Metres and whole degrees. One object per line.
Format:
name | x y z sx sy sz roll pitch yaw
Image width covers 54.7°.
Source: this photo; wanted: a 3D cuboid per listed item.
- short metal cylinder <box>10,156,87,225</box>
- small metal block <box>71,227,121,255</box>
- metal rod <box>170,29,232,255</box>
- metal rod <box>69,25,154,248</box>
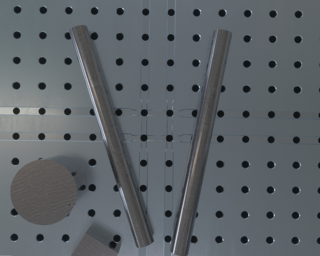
short metal cylinder | -0.141 0.078 0.400 0.081 0.050 0.080 0 90 0
small metal block | -0.088 0.170 0.413 0.050 0.025 0.050 32 90 0
metal rod | 0.055 0.019 0.413 0.025 0.025 0.298 11 90 0
metal rod | -0.064 0.011 0.412 0.025 0.025 0.298 -17 90 0
